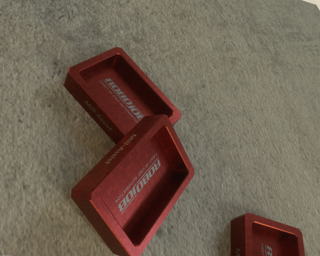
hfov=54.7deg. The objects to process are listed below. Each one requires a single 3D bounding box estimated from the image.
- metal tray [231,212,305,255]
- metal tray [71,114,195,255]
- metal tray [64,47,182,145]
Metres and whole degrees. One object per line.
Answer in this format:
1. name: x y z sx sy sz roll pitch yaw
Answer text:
1. metal tray: 0.129 0.176 0.364 0.091 0.030 0.130 21 54 -16
2. metal tray: -0.019 0.057 0.329 0.131 0.030 0.090 -48 121 -39
3. metal tray: -0.046 -0.036 0.399 0.130 0.030 0.091 48 51 5
